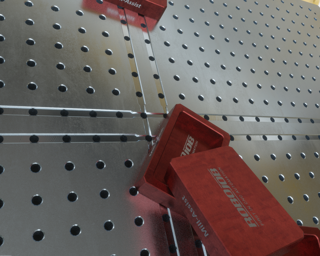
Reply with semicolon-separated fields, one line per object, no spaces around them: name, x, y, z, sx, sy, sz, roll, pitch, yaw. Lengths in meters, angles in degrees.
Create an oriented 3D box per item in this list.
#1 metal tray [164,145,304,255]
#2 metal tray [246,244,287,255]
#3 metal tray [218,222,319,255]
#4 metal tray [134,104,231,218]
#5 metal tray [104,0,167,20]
metal tray;0.073;0.081;0.331;0.091;0.030;0.130;-10;47;-29
metal tray;0.100;0.182;0.347;0.131;0.030;0.090;-26;76;-37
metal tray;0.131;0.154;0.341;0.131;0.030;0.090;12;56;-22
metal tray;0.034;0.040;0.397;0.090;0.030;0.130;31;52;-8
metal tray;-0.053;-0.244;0.524;0.131;0.030;0.090;14;56;-21
